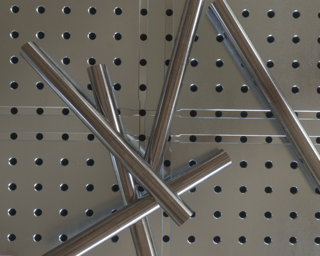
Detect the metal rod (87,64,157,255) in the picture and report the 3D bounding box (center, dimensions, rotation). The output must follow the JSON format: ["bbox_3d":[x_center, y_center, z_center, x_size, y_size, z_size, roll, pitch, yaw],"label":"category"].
[{"bbox_3d":[-0.046,0.063,0.412,0.025,0.025,0.298,-15,90,0],"label":"metal rod"}]

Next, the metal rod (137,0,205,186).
[{"bbox_3d":[0.020,-0.067,0.413,0.025,0.025,0.298,15,90,-1],"label":"metal rod"}]

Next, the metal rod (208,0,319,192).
[{"bbox_3d":[0.153,-0.040,0.415,0.025,0.025,0.299,-31,90,0],"label":"metal rod"}]

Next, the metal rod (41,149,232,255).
[{"bbox_3d":[-0.041,0.110,0.384,0.302,0.025,0.025,-29,90,-12],"label":"metal rod"}]

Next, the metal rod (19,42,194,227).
[{"bbox_3d":[-0.072,0.001,0.387,0.025,0.025,0.300,-44,81,0],"label":"metal rod"}]
